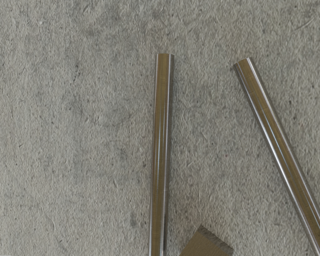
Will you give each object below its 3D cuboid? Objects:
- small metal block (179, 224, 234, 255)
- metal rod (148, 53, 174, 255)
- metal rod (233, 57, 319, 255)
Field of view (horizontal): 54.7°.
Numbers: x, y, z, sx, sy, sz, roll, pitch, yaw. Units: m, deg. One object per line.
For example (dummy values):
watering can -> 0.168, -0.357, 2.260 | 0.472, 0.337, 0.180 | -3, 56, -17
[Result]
small metal block -> 0.056, 0.160, 0.389 | 0.050, 0.025, 0.050 | 35, 101, 16
metal rod -> 0.001, 0.054, 0.407 | 0.025, 0.025, 0.298 | 3, 91, 19
metal rod -> 0.154, 0.059, 0.354 | 0.025, 0.025, 0.299 | -24, 82, 18
